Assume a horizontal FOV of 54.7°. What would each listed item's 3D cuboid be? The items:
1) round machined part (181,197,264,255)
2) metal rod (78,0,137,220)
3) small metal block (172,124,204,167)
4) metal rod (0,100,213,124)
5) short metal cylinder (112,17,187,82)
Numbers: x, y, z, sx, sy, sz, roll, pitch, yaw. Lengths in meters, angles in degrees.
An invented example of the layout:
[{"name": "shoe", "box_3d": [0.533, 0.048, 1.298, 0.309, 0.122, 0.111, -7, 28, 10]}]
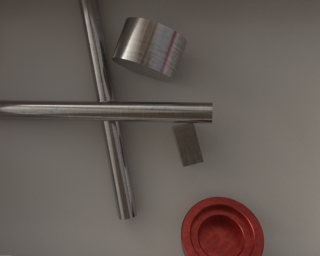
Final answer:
[{"name": "round machined part", "box_3d": [0.076, 0.140, 0.388, 0.099, 0.042, 0.098, -1, 52, 2]}, {"name": "metal rod", "box_3d": [-0.070, -0.029, 0.410, 0.025, 0.025, 0.298, -10, 90, 0]}, {"name": "small metal block", "box_3d": [0.034, 0.020, 0.399, 0.025, 0.050, 0.050, -15, 90, 0]}, {"name": "metal rod", "box_3d": [-0.087, -0.021, 0.386, 0.302, 0.025, 0.025, 1, 90, 8]}, {"name": "short metal cylinder", "box_3d": [-0.013, -0.095, 0.384, 0.080, 0.080, 0.050, 19, 90, -1]}]
